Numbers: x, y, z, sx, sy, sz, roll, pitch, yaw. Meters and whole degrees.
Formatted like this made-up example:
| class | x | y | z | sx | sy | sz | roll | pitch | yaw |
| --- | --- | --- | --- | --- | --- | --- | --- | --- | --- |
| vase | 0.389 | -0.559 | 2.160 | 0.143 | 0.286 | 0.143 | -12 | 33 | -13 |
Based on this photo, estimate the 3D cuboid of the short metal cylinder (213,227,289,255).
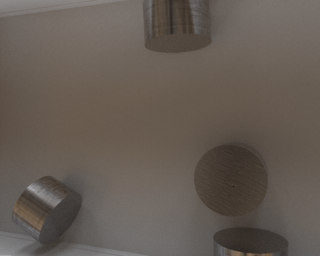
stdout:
| class | x | y | z | sx | sy | sz | roll | pitch | yaw |
| --- | --- | --- | --- | --- | --- | --- | --- | --- | --- |
| short metal cylinder | 0.100 | 0.149 | 0.346 | 0.080 | 0.080 | 0.050 | 0 | 90 | 20 |

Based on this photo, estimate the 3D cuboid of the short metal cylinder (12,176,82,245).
| class | x | y | z | sx | sy | sz | roll | pitch | yaw |
| --- | --- | --- | --- | --- | --- | --- | --- | --- | --- |
| short metal cylinder | -0.157 | 0.115 | 0.437 | 0.050 | 0.080 | 0.080 | 28 | 99 | 18 |

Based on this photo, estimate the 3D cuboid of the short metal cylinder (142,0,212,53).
| class | x | y | z | sx | sy | sz | roll | pitch | yaw |
| --- | --- | --- | --- | --- | --- | --- | --- | --- | --- |
| short metal cylinder | 0.020 | -0.126 | 0.374 | 0.080 | 0.080 | 0.050 | -3 | 89 | 20 |

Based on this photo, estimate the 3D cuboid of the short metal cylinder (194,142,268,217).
| class | x | y | z | sx | sy | sz | roll | pitch | yaw |
| --- | --- | --- | --- | --- | --- | --- | --- | --- | --- |
| short metal cylinder | 0.086 | 0.058 | 0.367 | 0.080 | 0.050 | 0.080 | 0 | 90 | 20 |
